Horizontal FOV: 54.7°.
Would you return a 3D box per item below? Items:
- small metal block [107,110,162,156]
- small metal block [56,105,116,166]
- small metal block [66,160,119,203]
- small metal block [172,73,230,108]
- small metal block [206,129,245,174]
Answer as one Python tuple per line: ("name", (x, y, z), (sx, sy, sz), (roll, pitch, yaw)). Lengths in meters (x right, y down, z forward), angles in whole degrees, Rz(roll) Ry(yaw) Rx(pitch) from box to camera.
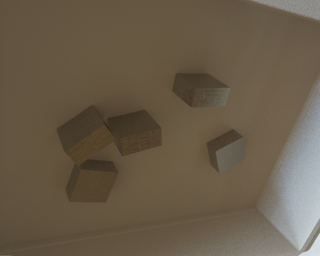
("small metal block", (-0.031, 0.005, 0.380), (0.050, 0.050, 0.025), (-15, 125, -21))
("small metal block", (-0.085, 0.007, 0.352), (0.050, 0.050, 0.025), (-35, 129, -5))
("small metal block", (-0.089, 0.069, 0.404), (0.050, 0.025, 0.050), (11, 113, -33))
("small metal block", (0.051, -0.049, 0.392), (0.050, 0.050, 0.025), (-4, 120, -27))
("small metal block", (0.106, 0.037, 0.492), (0.050, 0.025, 0.050), (-27, 128, -12))
